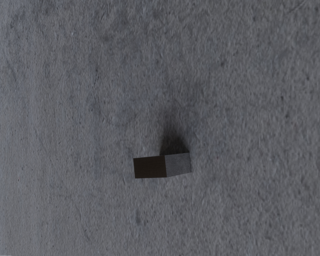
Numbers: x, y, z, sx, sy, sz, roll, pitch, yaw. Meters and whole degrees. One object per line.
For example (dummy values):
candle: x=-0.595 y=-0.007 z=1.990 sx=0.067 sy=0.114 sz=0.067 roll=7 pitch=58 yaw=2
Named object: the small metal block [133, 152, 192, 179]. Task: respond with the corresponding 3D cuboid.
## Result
small metal block: x=0.003 y=0.046 z=0.384 sx=0.050 sy=0.050 sz=0.025 roll=-9 pitch=84 yaw=39
